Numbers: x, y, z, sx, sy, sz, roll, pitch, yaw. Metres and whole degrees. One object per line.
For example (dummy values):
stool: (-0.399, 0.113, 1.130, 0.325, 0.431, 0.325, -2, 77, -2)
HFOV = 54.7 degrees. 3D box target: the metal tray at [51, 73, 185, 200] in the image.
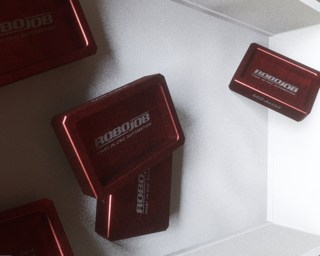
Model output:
metal tray: (-0.037, 0.004, 0.334, 0.131, 0.030, 0.090, -31, 110, -36)

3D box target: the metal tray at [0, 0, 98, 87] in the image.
metal tray: (-0.134, -0.093, 0.291, 0.131, 0.030, 0.090, -32, 110, -36)

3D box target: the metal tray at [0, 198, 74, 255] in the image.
metal tray: (-0.141, 0.121, 0.254, 0.131, 0.030, 0.090, -11, 60, -40)

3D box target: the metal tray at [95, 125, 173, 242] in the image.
metal tray: (-0.029, 0.064, 0.381, 0.091, 0.030, 0.129, 5, 87, -40)

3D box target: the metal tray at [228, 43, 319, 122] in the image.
metal tray: (0.192, -0.078, 0.514, 0.130, 0.030, 0.090, 27, 66, 9)
